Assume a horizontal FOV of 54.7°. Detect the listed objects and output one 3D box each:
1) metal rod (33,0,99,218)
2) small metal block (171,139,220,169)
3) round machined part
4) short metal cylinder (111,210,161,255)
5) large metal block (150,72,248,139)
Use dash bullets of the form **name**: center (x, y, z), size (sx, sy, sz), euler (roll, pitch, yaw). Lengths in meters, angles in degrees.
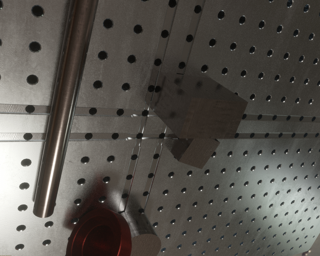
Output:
- **metal rod**: center (-0.105, -0.024, 0.339), size (0.025, 0.025, 0.298), euler (4, 116, -31)
- **small metal block**: center (0.053, 0.029, 0.460), size (0.050, 0.025, 0.050), euler (23, 106, -37)
- **round machined part**: center (-0.078, 0.164, 0.425), size (0.098, 0.098, 0.042), euler (-46, 135, 3)
- **short metal cylinder**: center (-0.045, 0.176, 0.481), size (0.081, 0.050, 0.079), euler (-14, 124, -21)
- **large metal block**: center (0.046, -0.028, 0.385), size (0.081, 0.080, 0.050), euler (1, 118, -30)
